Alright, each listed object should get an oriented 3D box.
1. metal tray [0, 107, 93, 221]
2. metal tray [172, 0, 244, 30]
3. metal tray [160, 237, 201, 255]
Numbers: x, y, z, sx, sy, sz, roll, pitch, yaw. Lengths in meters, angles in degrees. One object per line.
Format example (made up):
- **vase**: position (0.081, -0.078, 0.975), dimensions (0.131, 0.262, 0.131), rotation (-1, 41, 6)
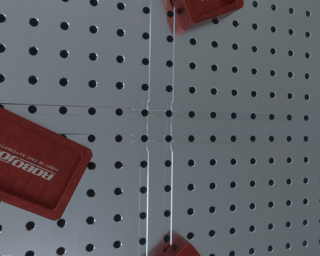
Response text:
- **metal tray**: position (-0.156, 0.038, 0.352), dimensions (0.131, 0.030, 0.090), rotation (28, 81, -18)
- **metal tray**: position (0.053, -0.214, 0.428), dimensions (0.091, 0.030, 0.129), rotation (-25, 98, -18)
- **metal tray**: position (0.013, 0.226, 0.415), dimensions (0.130, 0.030, 0.090), rotation (-40, 103, -16)
